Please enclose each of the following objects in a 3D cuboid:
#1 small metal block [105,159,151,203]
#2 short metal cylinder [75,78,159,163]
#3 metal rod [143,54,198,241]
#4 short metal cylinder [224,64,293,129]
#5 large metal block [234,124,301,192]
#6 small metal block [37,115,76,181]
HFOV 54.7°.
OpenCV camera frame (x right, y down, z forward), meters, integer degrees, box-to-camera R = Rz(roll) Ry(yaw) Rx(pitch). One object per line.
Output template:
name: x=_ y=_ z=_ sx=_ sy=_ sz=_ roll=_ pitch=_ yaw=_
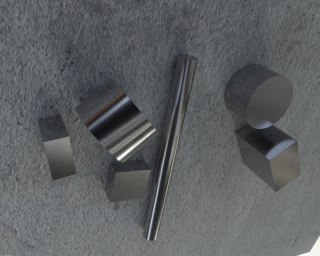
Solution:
small metal block: x=-0.045 y=0.073 z=0.429 sx=0.050 sy=0.025 sz=0.050 roll=-1 pitch=119 yaw=-29
short metal cylinder: x=-0.046 y=-0.008 z=0.342 sx=0.050 sy=0.080 sz=0.080 roll=-40 pitch=130 yaw=-1
metal rod: x=0.009 y=0.045 z=0.441 sx=0.025 sy=0.025 sz=0.298 roll=-4 pitch=120 yaw=-27
short metal cylinder: x=0.140 y=-0.045 z=0.441 sx=0.081 sy=0.050 sz=0.079 roll=-14 pitch=125 yaw=-21
large metal block: x=0.171 y=0.040 z=0.492 sx=0.050 sy=0.080 sz=0.080 roll=-32 pitch=129 yaw=-8
small metal block: x=-0.114 y=0.020 z=0.342 sx=0.025 sy=0.050 sz=0.050 roll=-14 pitch=125 yaw=-21
